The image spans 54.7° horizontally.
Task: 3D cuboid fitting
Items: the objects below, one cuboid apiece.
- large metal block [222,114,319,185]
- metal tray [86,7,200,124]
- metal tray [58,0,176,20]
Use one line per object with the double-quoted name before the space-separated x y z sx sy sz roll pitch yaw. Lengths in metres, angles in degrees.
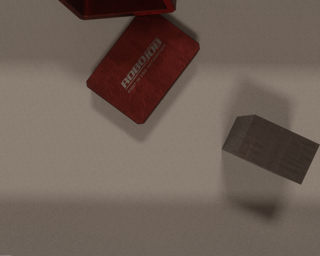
"large metal block" 0.132 0.024 0.386 0.080 0.080 0.050 25 90 -1
"metal tray" -0.021 -0.080 0.409 0.090 0.030 0.130 37 90 -1
"metal tray" -0.054 -0.162 0.354 0.130 0.090 0.030 1 84 16
